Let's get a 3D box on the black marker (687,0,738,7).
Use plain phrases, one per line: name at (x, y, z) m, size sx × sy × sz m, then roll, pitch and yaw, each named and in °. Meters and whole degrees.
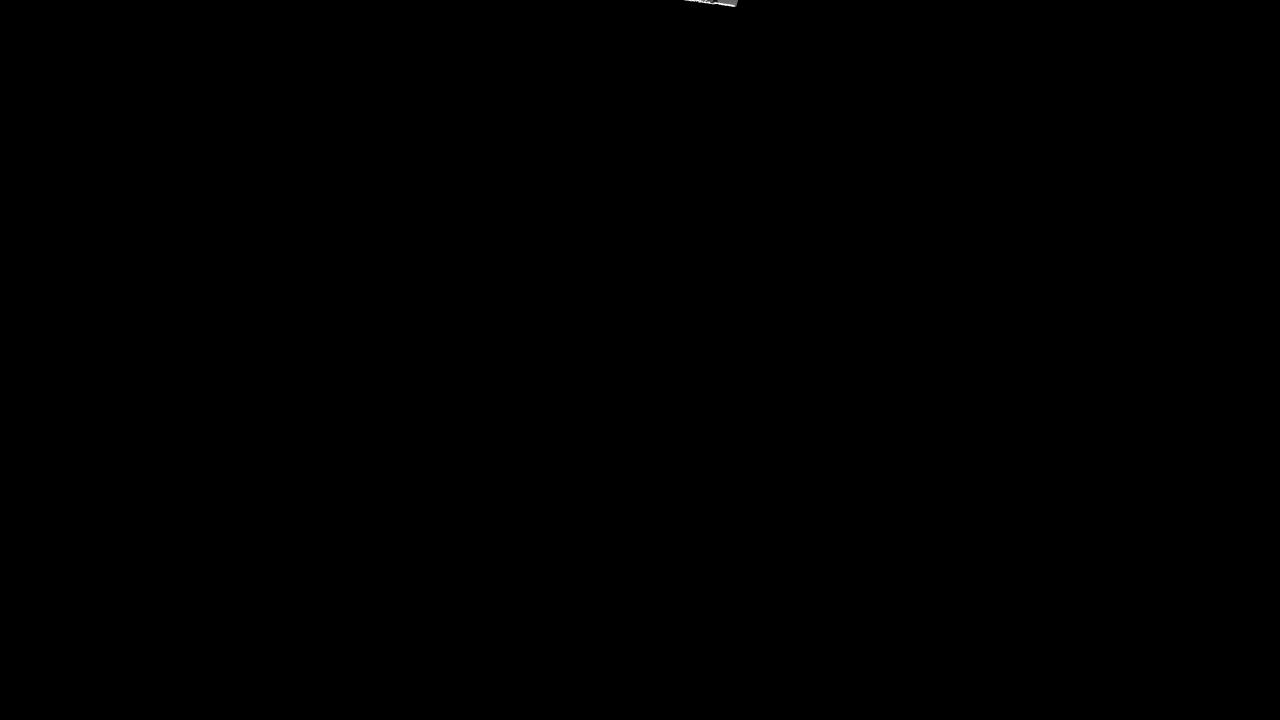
black marker at (0.017, -0.293, 0.480) m, size 0.121 × 0.020 × 0.020 m, roll 10°, pitch 1°, yaw 6°
